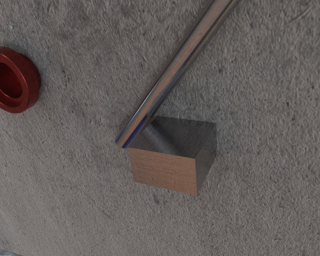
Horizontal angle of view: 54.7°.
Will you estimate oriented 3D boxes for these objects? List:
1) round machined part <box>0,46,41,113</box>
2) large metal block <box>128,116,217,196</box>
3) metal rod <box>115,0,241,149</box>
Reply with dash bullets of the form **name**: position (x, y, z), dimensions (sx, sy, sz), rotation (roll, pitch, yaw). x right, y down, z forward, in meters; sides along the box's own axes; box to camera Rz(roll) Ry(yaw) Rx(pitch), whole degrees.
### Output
- **round machined part**: position (-0.219, -0.074, 0.463), dimensions (0.098, 0.042, 0.097), rotation (13, 124, 20)
- **large metal block**: position (0.019, 0.029, 0.378), dimensions (0.080, 0.080, 0.050), rotation (8, 122, 24)
- **metal rod**: position (0.020, -0.071, 0.350), dimensions (0.025, 0.025, 0.298), rotation (40, 129, 1)
